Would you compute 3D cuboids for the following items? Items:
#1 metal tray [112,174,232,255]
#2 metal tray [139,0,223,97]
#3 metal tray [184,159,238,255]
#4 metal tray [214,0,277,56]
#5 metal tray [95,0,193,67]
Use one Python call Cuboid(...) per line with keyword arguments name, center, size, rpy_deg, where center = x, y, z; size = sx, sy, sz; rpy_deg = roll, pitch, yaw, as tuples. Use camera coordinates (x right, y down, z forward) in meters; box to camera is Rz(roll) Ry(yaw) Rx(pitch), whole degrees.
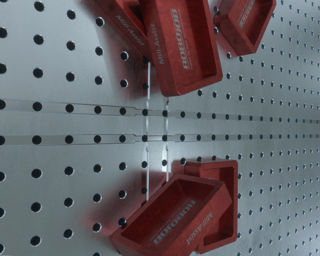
Cuboid(name="metal tray", center=(0.016, 0.112, 0.382), size=(0.131, 0.090, 0.030), rpy_deg=(-39, 114, -33))
Cuboid(name="metal tray", center=(0.030, -0.113, 0.392), size=(0.091, 0.030, 0.129), rpy_deg=(-24, 105, -38))
Cuboid(name="metal tray", center=(0.080, 0.115, 0.475), size=(0.091, 0.030, 0.129), rpy_deg=(1, 90, -40))
Cuboid(name="metal tray", center=(0.151, -0.202, 0.534), size=(0.090, 0.030, 0.130), rpy_deg=(41, 65, -33))
Cuboid(name="metal tray", center=(-0.015, -0.154, 0.394), size=(0.130, 0.030, 0.090), rpy_deg=(45, 63, -31))
